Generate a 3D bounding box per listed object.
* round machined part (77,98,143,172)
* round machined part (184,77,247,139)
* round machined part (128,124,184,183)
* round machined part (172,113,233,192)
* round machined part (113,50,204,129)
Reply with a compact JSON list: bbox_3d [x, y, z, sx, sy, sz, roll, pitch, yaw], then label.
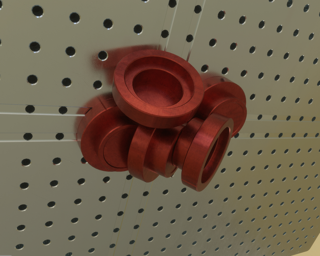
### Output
[{"bbox_3d":[-0.049,0.015,0.384,0.099,0.042,0.097,-14,125,-21],"label":"round machined part"},{"bbox_3d":[0.082,-0.019,0.435,0.099,0.042,0.097,-14,125,-21],"label":"round machined part"},{"bbox_3d":[0.004,0.023,0.388,0.098,0.042,0.097,-52,153,-39],"label":"round machined part"},{"bbox_3d":[0.050,0.026,0.383,0.098,0.042,0.097,-47,151,-37],"label":"round machined part"},{"bbox_3d":[-0.004,-0.039,0.346,0.099,0.098,0.042,-12,149,-22],"label":"round machined part"}]
